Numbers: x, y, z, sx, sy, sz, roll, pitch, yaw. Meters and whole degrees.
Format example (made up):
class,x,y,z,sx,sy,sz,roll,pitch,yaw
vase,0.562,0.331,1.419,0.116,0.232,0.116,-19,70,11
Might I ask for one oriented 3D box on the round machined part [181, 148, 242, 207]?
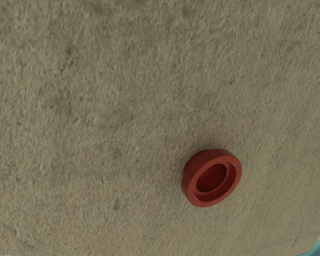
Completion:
class,x,y,z,sx,sy,sz,roll,pitch,yaw
round machined part,0.076,0.073,0.485,0.099,0.042,0.097,-14,125,-21
